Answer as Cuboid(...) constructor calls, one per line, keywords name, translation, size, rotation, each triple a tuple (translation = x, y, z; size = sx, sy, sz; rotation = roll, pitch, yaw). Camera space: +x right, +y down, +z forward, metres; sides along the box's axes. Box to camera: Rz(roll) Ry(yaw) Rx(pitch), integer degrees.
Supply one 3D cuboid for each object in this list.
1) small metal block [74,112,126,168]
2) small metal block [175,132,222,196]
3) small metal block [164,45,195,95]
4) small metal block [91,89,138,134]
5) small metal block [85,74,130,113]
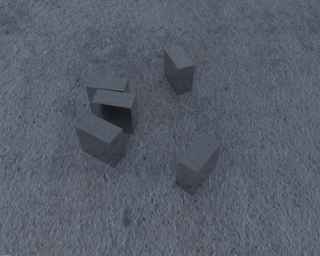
Cuboid(name="small metal block", translation=(-0.071, 0.015, 0.374), size=(0.050, 0.050, 0.025), rotation=(25, 55, 19))
Cuboid(name="small metal block", translation=(0.043, 0.041, 0.353), size=(0.025, 0.050, 0.050), rotation=(31, 56, 23))
Cuboid(name="small metal block", translation=(0.027, -0.086, 0.459), size=(0.025, 0.050, 0.050), rotation=(-17, 52, -14))
Cuboid(name="small metal block", translation=(-0.057, -0.021, 0.404), size=(0.050, 0.050, 0.025), rotation=(9, 51, 7))
Cuboid(name="small metal block", translation=(-0.069, -0.043, 0.423), size=(0.050, 0.050, 0.025), rotation=(8, 51, 6))
